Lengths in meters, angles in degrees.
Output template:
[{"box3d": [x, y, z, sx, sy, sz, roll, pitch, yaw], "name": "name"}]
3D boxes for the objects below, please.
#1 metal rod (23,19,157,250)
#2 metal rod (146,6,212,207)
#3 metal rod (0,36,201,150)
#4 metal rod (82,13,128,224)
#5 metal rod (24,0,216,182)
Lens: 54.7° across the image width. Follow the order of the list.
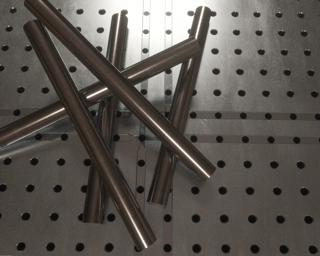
[{"box3d": [-0.086, 0.005, 0.372, 0.025, 0.025, 0.299, -28, 86, -10], "name": "metal rod"}, {"box3d": [0.031, -0.043, 0.427, 0.025, 0.025, 0.299, 13, 70, 4], "name": "metal rod"}, {"box3d": [-0.088, -0.043, 0.401, 0.301, 0.025, 0.025, -26, 72, 0], "name": "metal rod"}, {"box3d": [-0.071, -0.026, 0.420, 0.025, 0.025, 0.299, 4, 70, 1], "name": "metal rod"}, {"box3d": [-0.047, -0.049, 0.375, 0.300, 0.025, 0.025, 45, 75, -2], "name": "metal rod"}]
